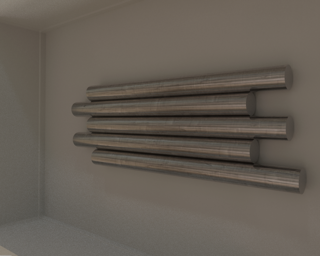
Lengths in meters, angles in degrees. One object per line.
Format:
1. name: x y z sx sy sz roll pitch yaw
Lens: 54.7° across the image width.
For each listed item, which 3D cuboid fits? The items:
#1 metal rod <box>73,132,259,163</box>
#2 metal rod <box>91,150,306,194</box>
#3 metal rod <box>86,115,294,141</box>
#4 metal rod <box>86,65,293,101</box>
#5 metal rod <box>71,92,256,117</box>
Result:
1. metal rod: -0.017 0.022 0.417 0.300 0.025 0.025 1 91 39
2. metal rod: 0.019 0.048 0.388 0.300 0.025 0.025 1 91 39
3. metal rod: 0.010 -0.002 0.395 0.300 0.025 0.025 1 91 39
4. metal rod: 0.009 -0.052 0.396 0.300 0.025 0.025 1 91 39
5. metal rod: -0.020 -0.028 0.420 0.300 0.025 0.025 1 91 39
